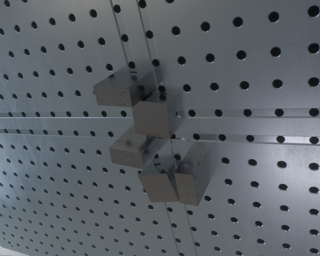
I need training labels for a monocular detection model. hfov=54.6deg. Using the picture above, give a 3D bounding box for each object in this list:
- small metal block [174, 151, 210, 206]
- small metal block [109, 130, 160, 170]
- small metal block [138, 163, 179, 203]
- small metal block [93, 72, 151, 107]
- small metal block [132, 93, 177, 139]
[{"bbox_3d":[0.044,0.067,0.414,0.025,0.050,0.050,3,120,27],"label":"small metal block"},{"bbox_3d":[-0.034,0.029,0.432,0.050,0.050,0.025,8,122,24],"label":"small metal block"},{"bbox_3d":[0.003,0.083,0.461,0.050,0.025,0.050,-11,113,33],"label":"small metal block"},{"bbox_3d":[-0.046,-0.049,0.390,0.050,0.050,0.025,6,121,25],"label":"small metal block"},{"bbox_3d":[-0.007,-0.017,0.405,0.050,0.025,0.050,9,122,23],"label":"small metal block"}]
